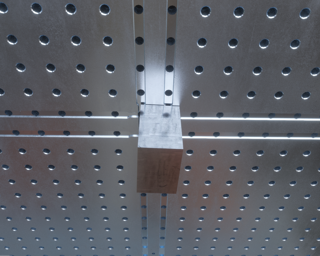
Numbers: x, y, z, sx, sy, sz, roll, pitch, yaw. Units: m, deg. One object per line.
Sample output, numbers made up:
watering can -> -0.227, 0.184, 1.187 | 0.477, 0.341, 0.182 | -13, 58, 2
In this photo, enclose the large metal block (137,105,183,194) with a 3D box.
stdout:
large metal block -> -0.002, 0.027, 0.397 | 0.050, 0.080, 0.079 | 3, 130, -3
